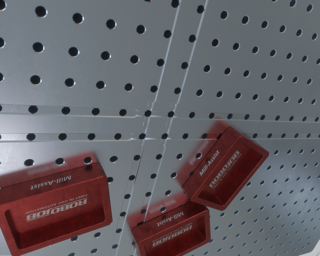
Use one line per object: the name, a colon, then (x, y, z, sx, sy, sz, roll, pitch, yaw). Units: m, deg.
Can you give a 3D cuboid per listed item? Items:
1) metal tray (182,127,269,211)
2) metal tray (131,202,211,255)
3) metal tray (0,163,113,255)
metal tray: (0.109, 0.071, 0.509, 0.090, 0.030, 0.130, 27, 103, -37)
metal tray: (0.023, 0.185, 0.534, 0.131, 0.030, 0.090, -20, 126, -17)
metal tray: (-0.131, 0.104, 0.399, 0.131, 0.030, 0.089, -14, 124, -21)
